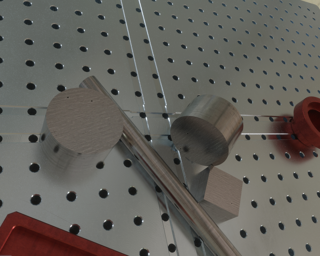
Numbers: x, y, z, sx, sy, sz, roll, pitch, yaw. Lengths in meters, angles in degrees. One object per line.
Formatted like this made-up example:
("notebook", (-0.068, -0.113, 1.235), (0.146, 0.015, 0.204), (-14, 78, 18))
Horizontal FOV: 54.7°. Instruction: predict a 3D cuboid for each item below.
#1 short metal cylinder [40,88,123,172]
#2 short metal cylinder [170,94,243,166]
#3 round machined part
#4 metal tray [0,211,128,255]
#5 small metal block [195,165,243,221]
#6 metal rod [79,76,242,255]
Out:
("short metal cylinder", (-0.087, 0.002, 0.344), (0.081, 0.050, 0.080), (14, 56, -21))
("short metal cylinder", (0.061, 0.003, 0.404), (0.080, 0.080, 0.050), (41, 51, 0))
("round machined part", (0.274, -0.004, 0.547), (0.099, 0.042, 0.098), (14, 56, -21))
("metal tray", (-0.091, 0.141, 0.269), (0.131, 0.030, 0.090), (27, 52, -12))
("small metal block", (0.075, 0.083, 0.398), (0.050, 0.025, 0.050), (28, 52, -11))
("metal rod", (0.003, 0.056, 0.374), (0.025, 0.025, 0.300), (-34, 81, -38))
